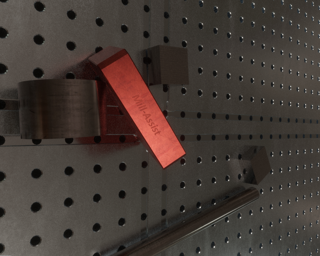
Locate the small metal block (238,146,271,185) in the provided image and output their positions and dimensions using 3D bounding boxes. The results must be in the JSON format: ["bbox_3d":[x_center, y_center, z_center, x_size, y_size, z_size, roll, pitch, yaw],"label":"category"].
[{"bbox_3d":[0.171,0.066,0.556,0.050,0.025,0.050,-34,111,-35],"label":"small metal block"}]

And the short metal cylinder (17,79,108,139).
[{"bbox_3d":[-0.092,-0.017,0.298,0.081,0.080,0.050,-4,93,-40],"label":"short metal cylinder"}]

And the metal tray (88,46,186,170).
[{"bbox_3d":[-0.027,-0.025,0.343,0.030,0.090,0.130,-34,114,-7],"label":"metal tray"}]

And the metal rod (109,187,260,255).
[{"bbox_3d":[0.052,0.141,0.455,0.302,0.025,0.025,-12,98,-40],"label":"metal rod"}]

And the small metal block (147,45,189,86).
[{"bbox_3d":[0.012,-0.083,0.421,0.050,0.025,0.050,-5,94,-40],"label":"small metal block"}]
